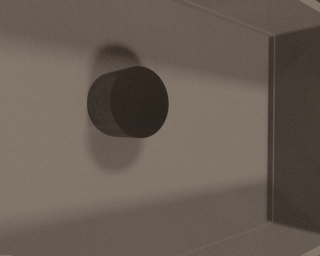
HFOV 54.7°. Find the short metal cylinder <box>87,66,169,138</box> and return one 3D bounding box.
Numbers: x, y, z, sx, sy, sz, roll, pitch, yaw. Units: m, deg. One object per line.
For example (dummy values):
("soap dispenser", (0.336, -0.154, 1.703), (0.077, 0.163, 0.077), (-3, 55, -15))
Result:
("short metal cylinder", (-0.037, -0.029, 0.361), (0.081, 0.050, 0.079), (0, 90, -40))

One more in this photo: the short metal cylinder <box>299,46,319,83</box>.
("short metal cylinder", (0.357, -0.144, 0.697), (0.081, 0.050, 0.079), (0, 90, -40))
